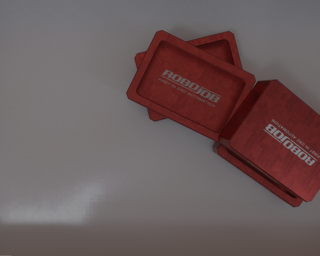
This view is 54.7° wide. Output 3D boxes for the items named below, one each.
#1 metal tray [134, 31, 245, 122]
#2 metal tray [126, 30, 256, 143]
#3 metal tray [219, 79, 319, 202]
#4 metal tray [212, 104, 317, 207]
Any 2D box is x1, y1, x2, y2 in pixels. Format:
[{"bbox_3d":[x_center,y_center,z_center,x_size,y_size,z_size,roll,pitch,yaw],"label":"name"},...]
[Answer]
[{"bbox_3d":[0.040,-0.066,0.408,0.131,0.030,0.090,-14,90,0],"label":"metal tray"},{"bbox_3d":[0.037,-0.049,0.378,0.131,0.030,0.090,26,91,-1],"label":"metal tray"},{"bbox_3d":[0.147,0.015,0.363,0.130,0.030,0.090,35,89,-14],"label":"metal tray"},{"bbox_3d":[0.147,0.030,0.405,0.130,0.030,0.090,35,90,-4],"label":"metal tray"}]
